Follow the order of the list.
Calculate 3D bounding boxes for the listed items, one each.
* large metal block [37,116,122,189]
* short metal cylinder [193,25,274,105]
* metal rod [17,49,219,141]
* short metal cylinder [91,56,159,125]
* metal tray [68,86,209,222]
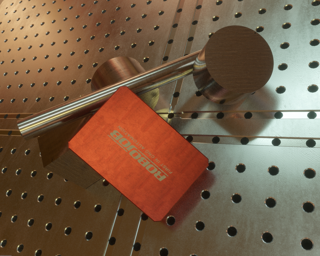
[{"bbox_3d":[-0.096,0.026,0.405,0.080,0.080,0.050,-34,52,5],"label":"large metal block"},{"bbox_3d":[0.084,-0.072,0.366,0.081,0.050,0.080,2,79,-9],"label":"short metal cylinder"},{"bbox_3d":[-0.021,-0.056,0.383,0.302,0.025,0.025,-24,50,-14],"label":"metal rod"},{"bbox_3d":[-0.048,-0.051,0.428,0.080,0.080,0.050,-37,51,3],"label":"short metal cylinder"},{"bbox_3d":[-0.023,0.028,0.347,0.130,0.030,0.090,42,84,-3],"label":"metal tray"}]
